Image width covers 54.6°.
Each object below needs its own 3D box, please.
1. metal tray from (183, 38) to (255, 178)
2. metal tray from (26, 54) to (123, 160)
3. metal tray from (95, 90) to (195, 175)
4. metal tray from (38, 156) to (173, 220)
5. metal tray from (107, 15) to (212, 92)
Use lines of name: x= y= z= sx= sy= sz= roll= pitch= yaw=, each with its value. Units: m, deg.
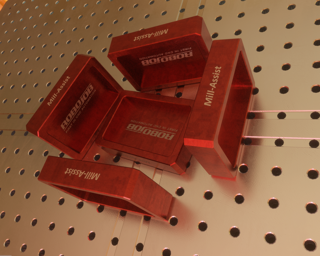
metal tray: x=0.071 y=-0.021 z=0.342 sx=0.030 sy=0.090 sz=0.130 roll=5 pitch=64 yaw=30
metal tray: x=-0.115 y=-0.028 z=0.446 sx=0.030 sy=0.090 sz=0.130 roll=20 pitch=72 yaw=36
metal tray: x=-0.014 y=0.001 z=0.412 sx=0.130 sy=0.030 sz=0.090 roll=12 pitch=68 yaw=33
metal tray: x=-0.062 y=0.069 z=0.358 sx=0.130 sy=0.090 sz=0.030 roll=4 pitch=64 yaw=30
metal tray: x=0.007 y=-0.094 z=0.421 sx=0.130 sy=0.090 sz=0.030 roll=-6 pitch=59 yaw=25
